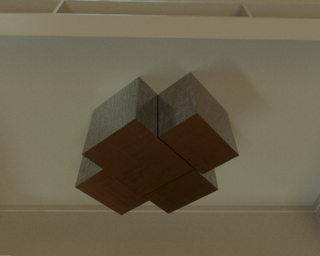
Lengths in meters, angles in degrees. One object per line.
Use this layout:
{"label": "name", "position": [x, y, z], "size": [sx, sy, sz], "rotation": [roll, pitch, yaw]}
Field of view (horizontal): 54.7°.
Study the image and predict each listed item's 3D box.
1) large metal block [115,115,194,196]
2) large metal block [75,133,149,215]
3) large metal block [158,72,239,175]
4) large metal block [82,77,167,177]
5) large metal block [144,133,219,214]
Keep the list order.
{"label": "large metal block", "position": [-0.007, 0.027, 0.395], "size": [0.080, 0.080, 0.050], "rotation": [-32, 123, 24]}
{"label": "large metal block", "position": [-0.060, 0.057, 0.420], "size": [0.050, 0.080, 0.080], "rotation": [-33, 123, 25]}
{"label": "large metal block", "position": [0.043, -0.006, 0.368], "size": [0.050, 0.080, 0.080], "rotation": [-33, 123, 25]}
{"label": "large metal block", "position": [-0.040, -0.001, 0.369], "size": [0.080, 0.080, 0.050], "rotation": [-32, 123, 24]}
{"label": "large metal block", "position": [0.026, 0.056, 0.421], "size": [0.080, 0.080, 0.050], "rotation": [-32, 123, 24]}
